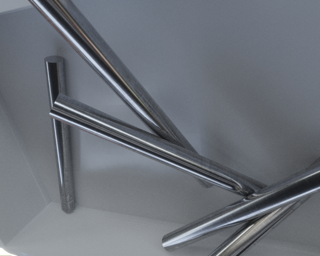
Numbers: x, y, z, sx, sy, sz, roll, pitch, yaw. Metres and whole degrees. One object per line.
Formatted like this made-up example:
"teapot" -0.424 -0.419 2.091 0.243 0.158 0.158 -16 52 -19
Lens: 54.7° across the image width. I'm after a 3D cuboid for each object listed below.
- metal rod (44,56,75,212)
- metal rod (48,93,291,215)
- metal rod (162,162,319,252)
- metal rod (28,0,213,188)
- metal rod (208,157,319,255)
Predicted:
"metal rod" -0.160 0.028 0.507 0.025 0.025 0.298 19 126 17
"metal rod" 0.030 0.037 0.341 0.302 0.025 0.025 24 131 -17
"metal rod" 0.101 0.090 0.349 0.025 0.025 0.299 46 129 -4
"metal rod" -0.012 -0.017 0.324 0.025 0.025 0.300 -11 138 32
"metal rod" 0.081 0.146 0.364 0.025 0.025 0.299 44 99 -3
